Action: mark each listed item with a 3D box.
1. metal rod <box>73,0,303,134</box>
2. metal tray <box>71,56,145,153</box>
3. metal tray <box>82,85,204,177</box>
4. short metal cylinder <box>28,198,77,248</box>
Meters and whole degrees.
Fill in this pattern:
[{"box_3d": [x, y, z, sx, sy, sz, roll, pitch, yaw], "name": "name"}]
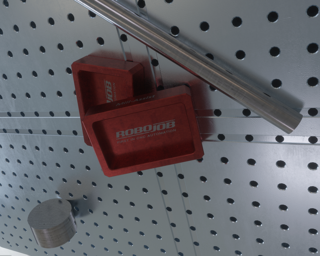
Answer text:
[{"box_3d": [0.020, -0.085, 0.347, 0.301, 0.025, 0.025, 33, 129, 6], "name": "metal rod"}, {"box_3d": [-0.067, -0.028, 0.425, 0.090, 0.030, 0.129, 12, 124, 21], "name": "metal tray"}, {"box_3d": [-0.018, 0.006, 0.386, 0.131, 0.030, 0.089, -13, 116, 6], "name": "metal tray"}, {"box_3d": [-0.206, 0.182, 0.597, 0.080, 0.080, 0.050, 9, 122, 23], "name": "short metal cylinder"}]
